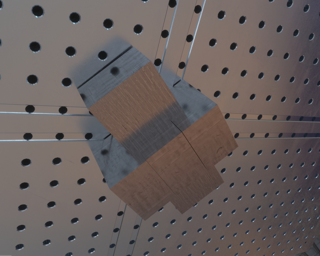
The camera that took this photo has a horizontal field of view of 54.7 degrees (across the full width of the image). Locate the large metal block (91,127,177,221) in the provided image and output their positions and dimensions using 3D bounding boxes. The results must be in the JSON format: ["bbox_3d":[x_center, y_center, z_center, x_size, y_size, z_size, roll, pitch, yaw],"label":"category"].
[{"bbox_3d":[-0.034,0.057,0.394,0.050,0.080,0.080,-38,130,-3],"label":"large metal block"}]

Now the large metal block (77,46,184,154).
[{"bbox_3d":[-0.032,-0.031,0.356,0.080,0.050,0.080,-38,130,-2],"label":"large metal block"}]

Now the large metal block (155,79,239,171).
[{"bbox_3d":[0.046,-0.005,0.400,0.050,0.080,0.080,-38,130,-3],"label":"large metal block"}]

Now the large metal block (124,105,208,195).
[{"bbox_3d":[0.006,0.026,0.397,0.050,0.080,0.080,-38,130,-3],"label":"large metal block"}]

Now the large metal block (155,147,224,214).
[{"bbox_3d":[0.037,0.068,0.460,0.080,0.050,0.080,-37,130,-3],"label":"large metal block"}]
